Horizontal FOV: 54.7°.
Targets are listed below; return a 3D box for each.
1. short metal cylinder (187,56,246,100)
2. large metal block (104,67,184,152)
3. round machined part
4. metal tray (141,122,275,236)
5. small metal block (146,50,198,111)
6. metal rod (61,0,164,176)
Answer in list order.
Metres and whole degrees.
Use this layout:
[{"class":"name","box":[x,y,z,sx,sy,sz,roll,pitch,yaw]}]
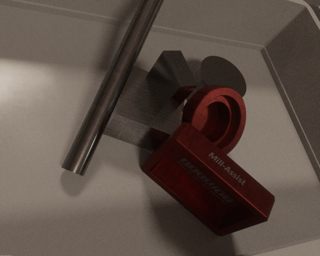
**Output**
[{"class":"short metal cylinder","box":[0.084,-0.063,0.476,0.081,0.050,0.080,14,56,-21]},{"class":"large metal block","box":[-0.018,-0.023,0.395,0.080,0.050,0.080,21,54,-16]},{"class":"round machined part","box":[0.066,-0.010,0.417,0.099,0.042,0.097,-11,110,-32]},{"class":"metal tray","box":[0.050,0.063,0.354,0.130,0.090,0.030,41,51,-1]},{"class":"small metal block","box":[0.013,-0.056,0.368,0.025,0.050,0.050,-10,67,-33]},{"class":"metal rod","box":[-0.038,-0.088,0.365,0.025,0.025,0.299,26,76,-13]}]
